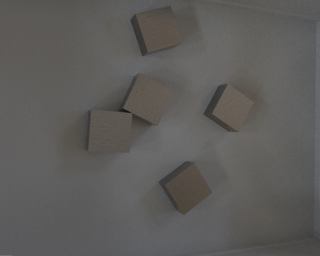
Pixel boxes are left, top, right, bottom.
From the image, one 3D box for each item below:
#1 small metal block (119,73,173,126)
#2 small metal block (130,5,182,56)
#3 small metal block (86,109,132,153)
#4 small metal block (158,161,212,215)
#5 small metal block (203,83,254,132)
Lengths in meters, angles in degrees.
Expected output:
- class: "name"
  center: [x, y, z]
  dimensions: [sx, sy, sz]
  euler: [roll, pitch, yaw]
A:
- class: "small metal block"
  center: [-0.018, -0.036, 0.404]
  dimensions: [0.050, 0.025, 0.050]
  euler: [27, 81, -18]
- class: "small metal block"
  center: [-0.005, -0.128, 0.408]
  dimensions: [0.050, 0.025, 0.050]
  euler: [-21, 97, -19]
- class: "small metal block"
  center: [-0.064, 0.004, 0.387]
  dimensions: [0.050, 0.025, 0.050]
  euler: [4, 89, -20]
- class: "small metal block"
  center: [0.035, 0.081, 0.423]
  dimensions: [0.050, 0.025, 0.050]
  euler: [-34, 101, -17]
- class: "small metal block"
  center: [0.099, -0.028, 0.447]
  dimensions: [0.050, 0.025, 0.050]
  euler: [32, 79, -17]
